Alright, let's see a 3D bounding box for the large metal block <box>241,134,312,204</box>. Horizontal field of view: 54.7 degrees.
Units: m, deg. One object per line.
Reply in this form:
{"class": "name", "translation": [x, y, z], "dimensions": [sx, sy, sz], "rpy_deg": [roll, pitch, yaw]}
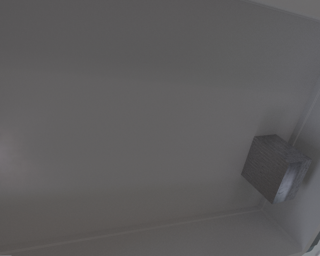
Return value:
{"class": "large metal block", "translation": [0.191, 0.066, 0.518], "dimensions": [0.050, 0.080, 0.079], "rpy_deg": [-4, 120, -26]}

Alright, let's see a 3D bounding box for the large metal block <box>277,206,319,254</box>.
{"class": "large metal block", "translation": [0.334, 0.237, 0.724], "dimensions": [0.081, 0.050, 0.079], "rpy_deg": [-6, 121, -25]}
